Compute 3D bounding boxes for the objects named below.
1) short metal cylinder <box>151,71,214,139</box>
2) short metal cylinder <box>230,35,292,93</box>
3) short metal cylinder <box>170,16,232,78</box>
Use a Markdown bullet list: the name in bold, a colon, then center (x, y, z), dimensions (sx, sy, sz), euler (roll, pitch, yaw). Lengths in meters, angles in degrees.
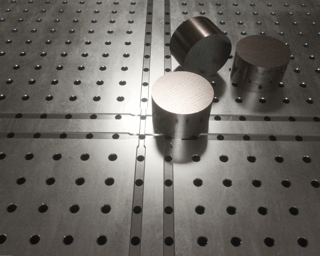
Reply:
- **short metal cylinder**: center (0.029, -0.031, 0.418), dimensions (0.081, 0.050, 0.080), euler (0, 50, 0)
- **short metal cylinder**: center (0.153, -0.099, 0.477), dimensions (0.081, 0.050, 0.080), euler (0, 50, 0)
- **short metal cylinder**: center (0.062, -0.122, 0.475), dimensions (0.081, 0.080, 0.050), euler (-19, 53, -15)
